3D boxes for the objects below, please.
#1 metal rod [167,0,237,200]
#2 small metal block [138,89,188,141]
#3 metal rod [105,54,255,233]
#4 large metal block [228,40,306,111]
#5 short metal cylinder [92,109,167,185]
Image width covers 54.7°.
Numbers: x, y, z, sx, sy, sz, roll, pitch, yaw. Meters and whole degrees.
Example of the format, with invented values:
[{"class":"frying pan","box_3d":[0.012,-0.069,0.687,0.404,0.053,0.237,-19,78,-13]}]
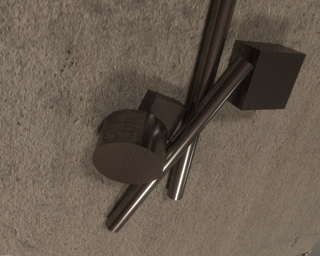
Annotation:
[{"class":"metal rod","box_3d":[0.050,-0.025,0.420,0.025,0.025,0.298,-3,120,-27]},{"class":"small metal block","box_3d":[-0.001,-0.016,0.398,0.050,0.025,0.050,17,109,-35]},{"class":"metal rod","box_3d":[0.016,0.032,0.415,0.025,0.025,0.299,24,112,-37]},{"class":"large metal block","box_3d":[0.138,-0.072,0.424,0.081,0.050,0.079,-3,120,-27]},{"class":"short metal cylinder","box_3d":[-0.033,0.024,0.365,0.080,0.050,0.080,4,138,4]}]
